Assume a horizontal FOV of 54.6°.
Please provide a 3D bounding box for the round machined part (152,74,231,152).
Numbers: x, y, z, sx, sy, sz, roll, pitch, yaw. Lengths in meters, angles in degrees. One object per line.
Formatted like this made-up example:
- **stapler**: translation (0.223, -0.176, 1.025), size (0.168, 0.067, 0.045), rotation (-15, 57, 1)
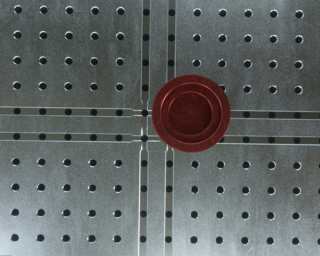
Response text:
- **round machined part**: translation (0.039, -0.018, 0.405), size (0.099, 0.042, 0.097), rotation (0, 90, 0)
